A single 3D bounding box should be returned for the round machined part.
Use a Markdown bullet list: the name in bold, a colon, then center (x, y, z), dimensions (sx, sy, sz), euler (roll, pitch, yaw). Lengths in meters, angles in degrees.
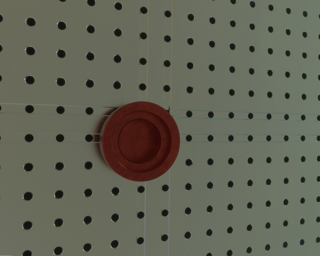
- **round machined part**: center (-0.028, 0.016, 0.394), dimensions (0.099, 0.042, 0.097), euler (0, 90, -21)
